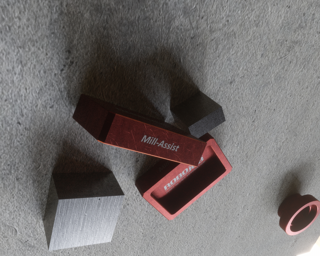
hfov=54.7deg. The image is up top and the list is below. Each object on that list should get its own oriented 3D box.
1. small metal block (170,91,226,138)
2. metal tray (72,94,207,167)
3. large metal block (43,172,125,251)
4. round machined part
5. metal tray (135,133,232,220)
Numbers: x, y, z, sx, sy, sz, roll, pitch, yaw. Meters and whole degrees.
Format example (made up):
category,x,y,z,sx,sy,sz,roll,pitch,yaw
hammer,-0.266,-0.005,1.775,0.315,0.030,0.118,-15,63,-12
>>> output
category,x,y,z,sx,sy,sz,roll,pitch,yaw
small metal block,0.049,-0.017,0.409,0.050,0.050,0.025,-32,129,-8
metal tray,-0.022,0.003,0.352,0.131,0.090,0.030,18,97,-36
large metal block,-0.101,0.105,0.402,0.081,0.050,0.079,3,117,-31
round machined part,0.299,0.183,0.677,0.099,0.042,0.097,-14,125,-21
metal tray,0.039,0.072,0.471,0.130,0.030,0.090,-39,130,-2
